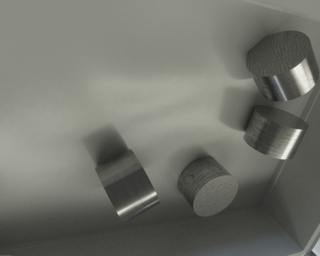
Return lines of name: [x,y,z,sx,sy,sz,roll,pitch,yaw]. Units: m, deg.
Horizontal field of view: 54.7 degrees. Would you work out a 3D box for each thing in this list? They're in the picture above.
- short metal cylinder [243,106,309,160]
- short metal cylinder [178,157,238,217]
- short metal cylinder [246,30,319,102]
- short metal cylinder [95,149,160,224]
short metal cylinder: [0.175,0.005,0.471,0.081,0.080,0.050,1,118,-29]
short metal cylinder: [0.075,0.092,0.490,0.081,0.050,0.079,-14,124,-21]
short metal cylinder: [0.162,-0.082,0.411,0.080,0.080,0.050,-42,130,1]
short metal cylinder: [-0.042,0.073,0.395,0.050,0.080,0.080,-28,128,-11]
